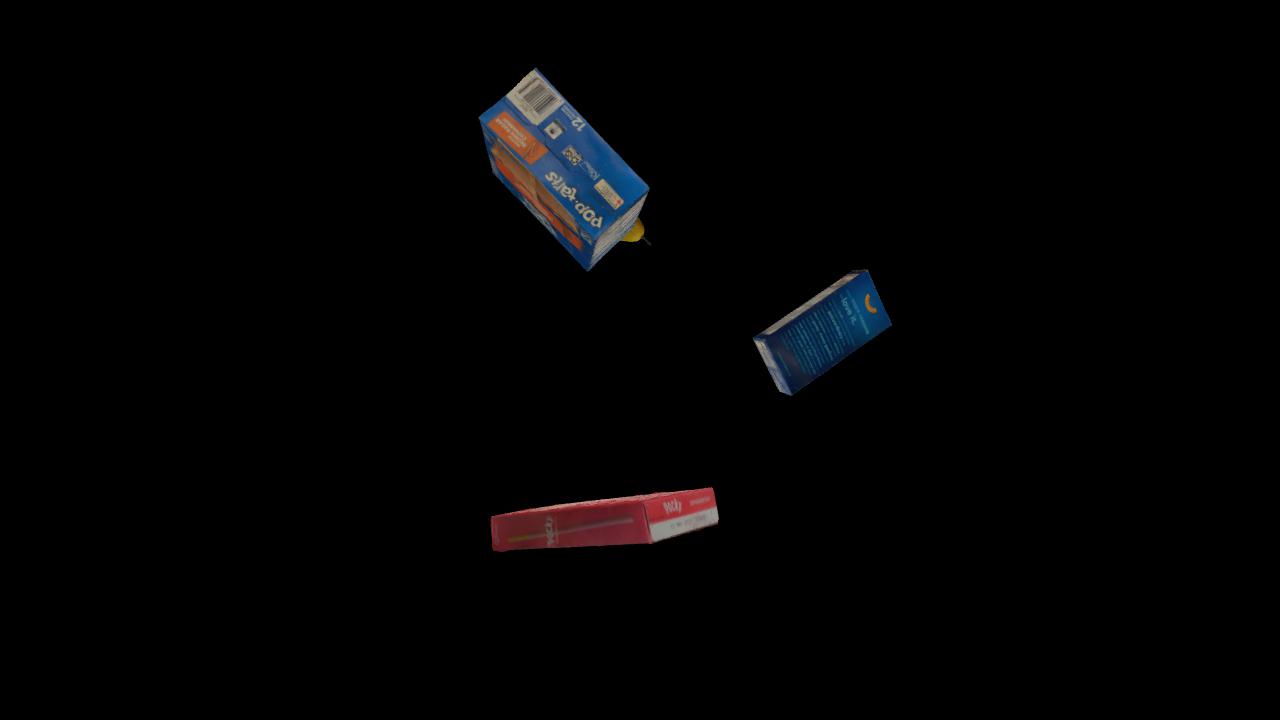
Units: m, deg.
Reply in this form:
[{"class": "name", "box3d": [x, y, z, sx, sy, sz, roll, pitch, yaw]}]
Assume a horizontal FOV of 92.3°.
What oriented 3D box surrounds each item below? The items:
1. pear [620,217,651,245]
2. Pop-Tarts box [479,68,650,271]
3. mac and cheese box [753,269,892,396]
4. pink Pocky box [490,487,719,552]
[{"class": "pear", "box3d": [-0.028, -0.225, 1.006, 0.111, 0.080, 0.080, 29, 10, 18]}, {"class": "Pop-Tarts box", "box3d": [-0.083, -0.197, 0.672, 0.083, 0.167, 0.141, -44, 2, -9]}, {"class": "mac and cheese box", "box3d": [0.255, -0.040, 0.857, 0.184, 0.093, 0.041, -33, 13, -11]}, {"class": "pink Pocky box", "box3d": [-0.029, 0.118, 0.453, 0.155, 0.029, 0.084, -16, -13, 37]}]
